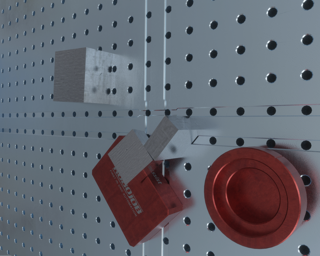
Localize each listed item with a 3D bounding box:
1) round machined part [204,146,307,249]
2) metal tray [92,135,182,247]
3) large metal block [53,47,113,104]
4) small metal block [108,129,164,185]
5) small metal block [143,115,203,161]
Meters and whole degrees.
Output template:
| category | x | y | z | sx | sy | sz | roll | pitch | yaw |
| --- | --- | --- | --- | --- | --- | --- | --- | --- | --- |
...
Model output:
| category | x | y | z | sx | sy | sz | roll | pitch | yaw |
| --- | --- | --- | --- | --- | --- | --- | --- | --- | --- |
| round machined part | 0.098 | 0.067 | 0.316 | 0.098 | 0.042 | 0.097 | 0 | 90 | 39 |
| metal tray | -0.037 | 0.085 | 0.435 | 0.090 | 0.030 | 0.130 | -50 | 61 | 28 |
| large metal block | -0.123 | -0.080 | 0.492 | 0.080 | 0.050 | 0.079 | 6 | 94 | 39 |
| small metal block | -0.032 | 0.037 | 0.396 | 0.050 | 0.025 | 0.050 | -44 | 63 | 19 |
| small metal block | 0.016 | 0.012 | 0.378 | 0.025 | 0.050 | 0.050 | 50 | 119 | 28 |
